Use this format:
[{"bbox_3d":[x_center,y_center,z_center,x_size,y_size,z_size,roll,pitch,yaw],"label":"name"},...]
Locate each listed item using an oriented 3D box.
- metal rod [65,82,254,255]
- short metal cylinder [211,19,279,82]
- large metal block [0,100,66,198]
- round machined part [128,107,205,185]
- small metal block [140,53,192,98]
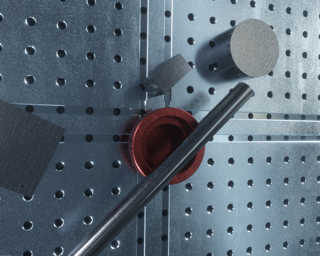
[{"bbox_3d":[0.009,0.049,0.372,0.301,0.025,0.025,-44,104,-15],"label":"metal rod"},{"bbox_3d":[0.122,-0.110,0.446,0.081,0.050,0.079,0,90,-21],"label":"short metal cylinder"},{"bbox_3d":[-0.161,0.020,0.340,0.080,0.050,0.080,27,81,-19],"label":"large metal block"},{"bbox_3d":[0.006,0.022,0.407,0.099,0.042,0.097,0,90,-21],"label":"round machined part"},{"bbox_3d":[0.007,-0.067,0.403,0.050,0.050,0.025,-44,104,-15],"label":"small metal block"}]
